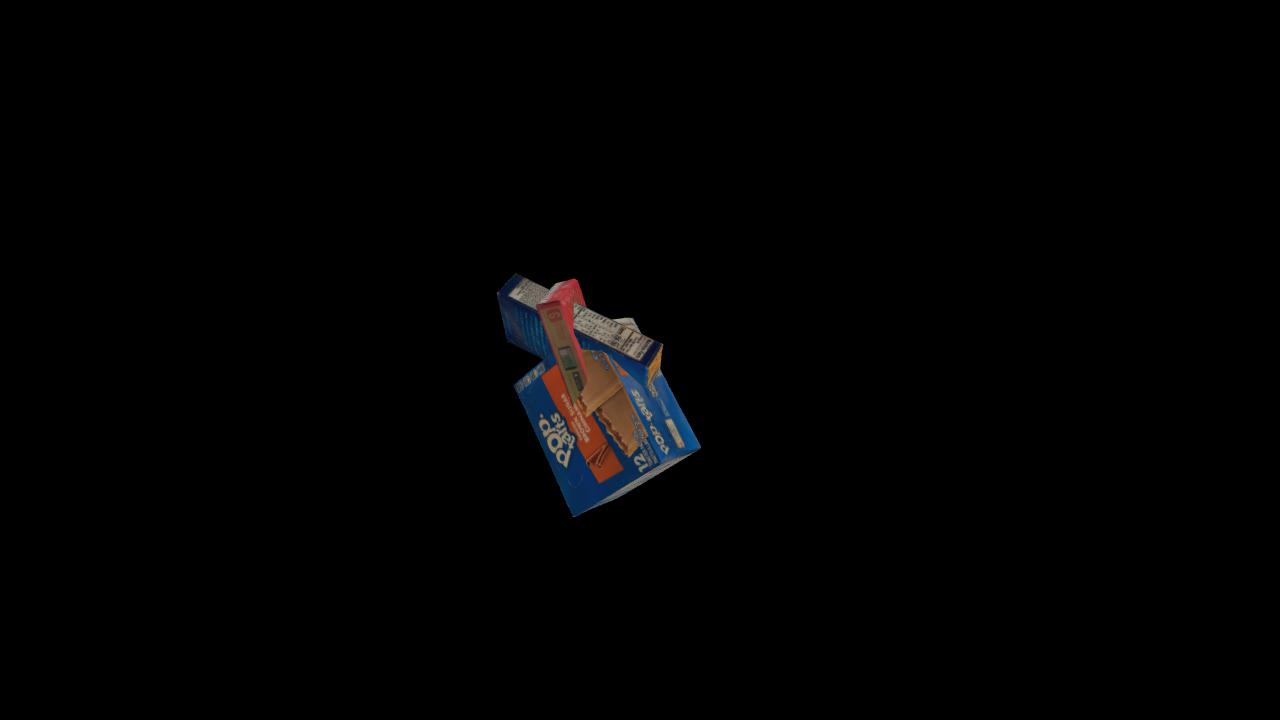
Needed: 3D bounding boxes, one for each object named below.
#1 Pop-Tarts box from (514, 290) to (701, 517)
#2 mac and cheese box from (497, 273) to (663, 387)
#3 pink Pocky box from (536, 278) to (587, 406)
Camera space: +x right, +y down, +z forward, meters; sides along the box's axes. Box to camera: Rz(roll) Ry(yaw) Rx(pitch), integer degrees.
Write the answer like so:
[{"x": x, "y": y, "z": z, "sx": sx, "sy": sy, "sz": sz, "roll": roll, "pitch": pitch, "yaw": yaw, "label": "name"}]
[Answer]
[{"x": -0.040, "y": 0.060, "z": 0.674, "sx": 0.141, "sy": 0.167, "sz": 0.083, "roll": -37, "pitch": -18, "yaw": 32, "label": "Pop-Tarts box"}, {"x": -0.065, "y": -0.019, "z": 0.667, "sx": 0.184, "sy": 0.041, "sz": 0.093, "roll": 26, "pitch": -32, "yaw": 14, "label": "mac and cheese box"}, {"x": -0.065, "y": -0.004, "z": 0.667, "sx": 0.029, "sy": 0.155, "sz": 0.084, "roll": -13, "pitch": 20, "yaw": 13, "label": "pink Pocky box"}]
